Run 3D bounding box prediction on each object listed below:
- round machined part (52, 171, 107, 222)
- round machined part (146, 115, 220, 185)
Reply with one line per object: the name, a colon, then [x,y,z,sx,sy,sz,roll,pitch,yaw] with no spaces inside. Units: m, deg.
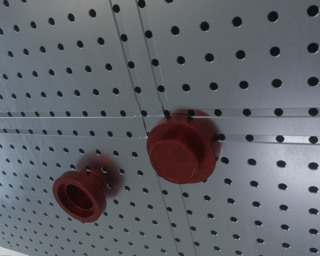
round machined part: [-0.135,0.114,0.542,0.098,0.042,0.097,13,124,21]
round machined part: [0.026,0.035,0.408,0.098,0.042,0.097,13,124,21]
